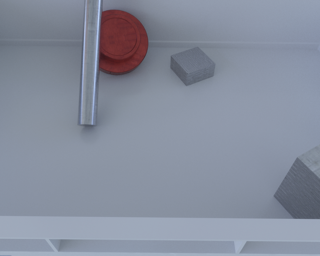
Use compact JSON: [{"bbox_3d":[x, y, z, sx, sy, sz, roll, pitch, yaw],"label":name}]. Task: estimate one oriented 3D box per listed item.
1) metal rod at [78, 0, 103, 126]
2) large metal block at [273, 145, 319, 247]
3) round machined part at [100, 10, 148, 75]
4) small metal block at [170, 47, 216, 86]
[{"bbox_3d":[-0.093,-0.151,0.429,0.025,0.025,0.298,1,83,1],"label":"metal rod"},{"bbox_3d":[0.173,0.070,0.313,0.050,0.080,0.080,-24,54,-19],"label":"large metal block"},{"bbox_3d":[-0.066,-0.133,0.472,0.099,0.042,0.097,0,88,-12],"label":"round machined part"},{"bbox_3d":[0.051,-0.098,0.488,0.050,0.025,0.050,-22,54,-18],"label":"small metal block"}]
